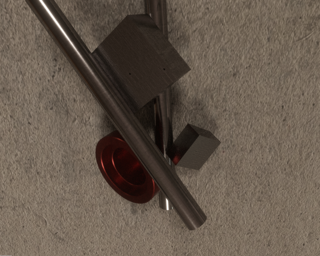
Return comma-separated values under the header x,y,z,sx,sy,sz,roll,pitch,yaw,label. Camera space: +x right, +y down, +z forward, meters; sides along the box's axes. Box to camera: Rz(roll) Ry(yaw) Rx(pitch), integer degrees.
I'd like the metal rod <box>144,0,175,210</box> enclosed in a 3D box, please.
x,y,z,sx,sy,sz,roll,pitch,yaw,label
0.002,-0.027,0.399,0.025,0.025,0.298,-3,110,1,metal rod

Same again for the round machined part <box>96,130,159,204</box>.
x,y,z,sx,sy,sz,roll,pitch,yaw,label
-0.033,0.045,0.400,0.098,0.042,0.097,22,129,30,round machined part

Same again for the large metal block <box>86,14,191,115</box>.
x,y,z,sx,sy,sz,roll,pitch,yaw,label
-0.026,-0.069,0.351,0.080,0.050,0.080,-37,94,29,large metal block

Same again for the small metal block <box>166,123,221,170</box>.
x,y,z,sx,sy,sz,roll,pitch,yaw,label
0.044,0.026,0.407,0.050,0.025,0.050,18,114,-46,small metal block

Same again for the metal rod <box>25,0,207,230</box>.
x,y,z,sx,sy,sz,roll,pitch,yaw,label
-0.043,-0.015,0.335,0.025,0.025,0.299,-34,96,11,metal rod
